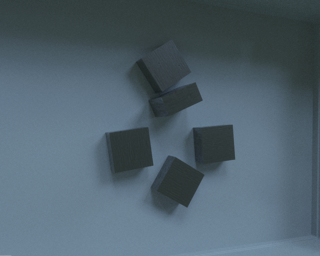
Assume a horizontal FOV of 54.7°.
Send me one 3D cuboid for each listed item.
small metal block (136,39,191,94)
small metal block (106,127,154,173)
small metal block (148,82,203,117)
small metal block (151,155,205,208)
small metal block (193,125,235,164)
[{"bbox_3d":[0.005,-0.081,0.413,0.050,0.025,0.050,-36,102,-17],"label":"small metal block"},{"bbox_3d":[-0.039,0.027,0.397,0.050,0.025,0.050,-9,93,-20],"label":"small metal block"},{"bbox_3d":[0.019,-0.036,0.405,0.050,0.050,0.025,-25,99,-19],"label":"small metal block"},{"bbox_3d":[0.024,0.072,0.421,0.050,0.025,0.050,33,79,-18],"label":"small metal block"},{"bbox_3d":[0.077,0.022,0.440,0.050,0.025,0.050,-5,92,-20],"label":"small metal block"}]
